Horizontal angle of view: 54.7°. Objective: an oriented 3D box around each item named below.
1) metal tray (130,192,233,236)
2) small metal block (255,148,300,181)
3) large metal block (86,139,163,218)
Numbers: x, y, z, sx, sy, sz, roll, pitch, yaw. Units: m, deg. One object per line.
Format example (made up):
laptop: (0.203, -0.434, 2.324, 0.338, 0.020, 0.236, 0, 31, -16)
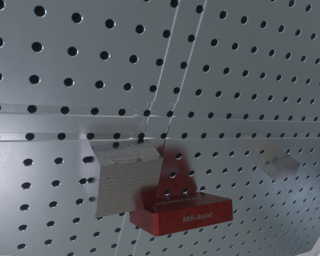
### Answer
metal tray: (0.031, 0.123, 0.461, 0.131, 0.090, 0.030, -2, 88, -28)
small metal block: (0.208, 0.063, 0.548, 0.050, 0.050, 0.025, -9, 123, -24)
large metal block: (-0.049, 0.064, 0.408, 0.081, 0.050, 0.079, -4, 120, -27)
